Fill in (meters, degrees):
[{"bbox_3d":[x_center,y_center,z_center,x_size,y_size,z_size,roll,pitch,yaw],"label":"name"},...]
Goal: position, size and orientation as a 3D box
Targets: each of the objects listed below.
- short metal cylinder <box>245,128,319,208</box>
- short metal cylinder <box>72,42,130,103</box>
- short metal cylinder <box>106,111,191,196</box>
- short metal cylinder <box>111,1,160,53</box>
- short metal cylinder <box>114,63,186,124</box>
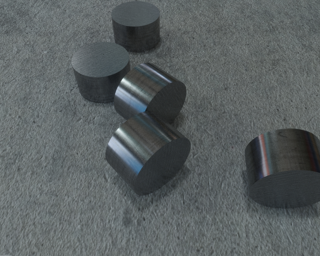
[{"bbox_3d":[0.134,0.045,0.330,0.080,0.080,0.050,3,50,3],"label":"short metal cylinder"},{"bbox_3d":[-0.084,-0.082,0.455,0.080,0.050,0.080,0,50,0],"label":"short metal cylinder"},{"bbox_3d":[-0.012,0.028,0.344,0.080,0.080,0.050,-34,58,-25],"label":"short metal cylinder"},{"bbox_3d":[-0.041,-0.175,0.534,0.080,0.050,0.080,0,50,0],"label":"short metal cylinder"},{"bbox_3d":[-0.012,-0.036,0.398,0.050,0.080,0.080,37,59,27],"label":"short metal cylinder"}]
